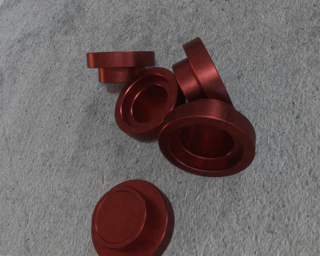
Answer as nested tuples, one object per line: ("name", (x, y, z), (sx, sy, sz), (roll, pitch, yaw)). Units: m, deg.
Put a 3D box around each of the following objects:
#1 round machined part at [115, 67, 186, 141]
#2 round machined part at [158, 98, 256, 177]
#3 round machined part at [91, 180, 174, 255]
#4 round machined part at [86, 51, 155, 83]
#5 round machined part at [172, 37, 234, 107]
("round machined part", (-0.008, -0.028, 0.409), (0.098, 0.042, 0.098), (-17, 57, 28))
("round machined part", (0.051, 0.007, 0.329), (0.098, 0.098, 0.042), (-6, 45, 25))
("round machined part", (-0.037, 0.104, 0.349), (0.098, 0.042, 0.098), (-13, 56, 21))
("round machined part", (-0.056, -0.089, 0.455), (0.098, 0.099, 0.042), (6, 105, 31))
("round machined part", (0.048, -0.053, 0.364), (0.042, 0.098, 0.098), (-26, 53, 11))
